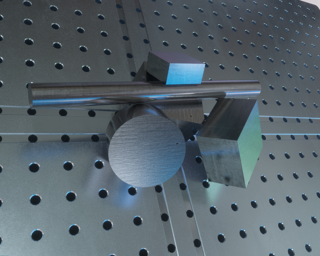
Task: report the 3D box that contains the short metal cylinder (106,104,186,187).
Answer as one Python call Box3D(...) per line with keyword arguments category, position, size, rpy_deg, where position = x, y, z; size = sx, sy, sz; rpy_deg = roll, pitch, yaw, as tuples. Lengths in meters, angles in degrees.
Box3D(category="short metal cylinder", position=(-0.018, 0.017, 0.340), size=(0.081, 0.080, 0.050), rpy_deg=(18, 12, -18))

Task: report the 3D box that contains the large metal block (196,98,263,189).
Box3D(category="large metal block", position=(0.093, 0.017, 0.400), size=(0.080, 0.050, 0.080), rpy_deg=(-53, 137, -39))

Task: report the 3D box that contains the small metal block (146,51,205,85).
Box3D(category="small metal block", position=(0.018, -0.074, 0.379), size=(0.050, 0.025, 0.050), rpy_deg=(-6, 30, -31))

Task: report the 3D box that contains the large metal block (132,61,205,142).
Box3D(category="large metal block", position=(0.008, -0.033, 0.412), size=(0.081, 0.050, 0.080), rpy_deg=(10, 57, -23))

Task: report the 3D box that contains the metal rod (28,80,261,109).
Box3D(category="metal rod", position=(0.007, -0.044, 0.370), size=(0.303, 0.025, 0.025), rpy_deg=(-6, 65, -31))
